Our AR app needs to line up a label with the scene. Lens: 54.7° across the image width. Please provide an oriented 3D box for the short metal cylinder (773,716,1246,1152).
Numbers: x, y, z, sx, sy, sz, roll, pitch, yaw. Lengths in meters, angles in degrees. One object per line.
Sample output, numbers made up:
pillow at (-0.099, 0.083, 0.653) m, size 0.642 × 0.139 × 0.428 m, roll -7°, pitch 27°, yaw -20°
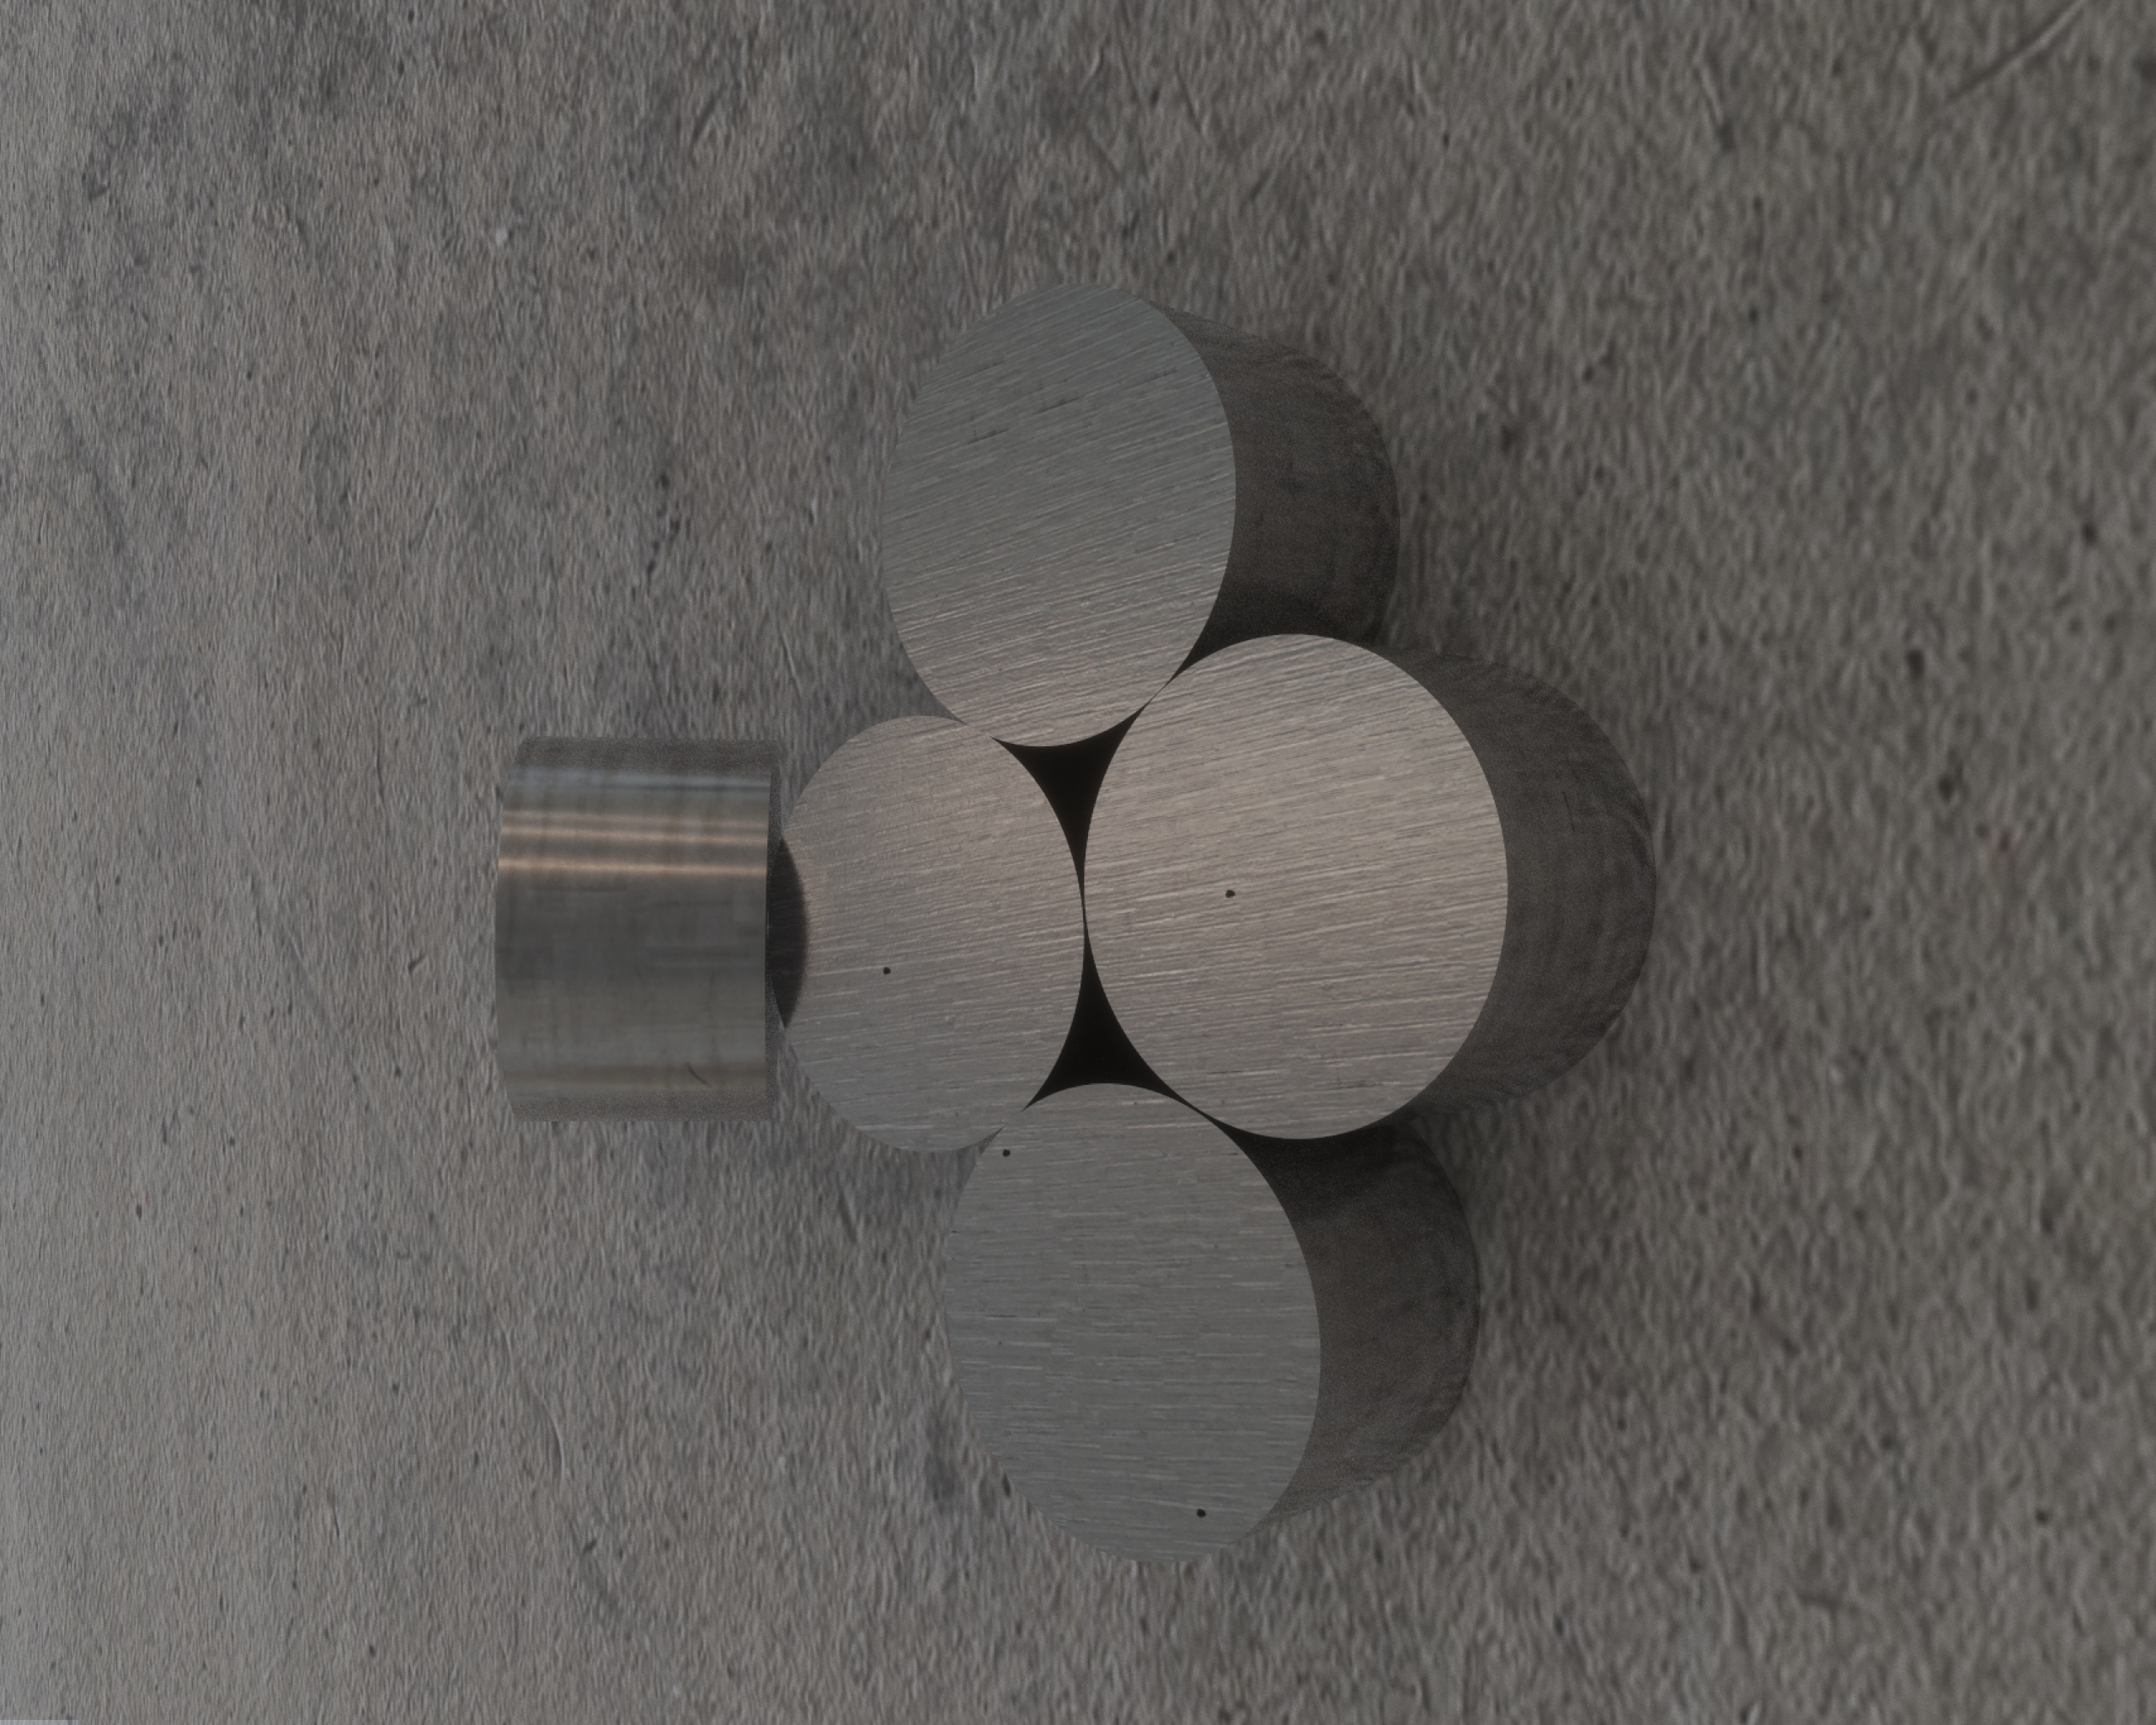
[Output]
short metal cylinder at (-0.014, 0.013, 0.400) m, size 0.080 × 0.050 × 0.080 m, roll 0°, pitch 90°, yaw 40°

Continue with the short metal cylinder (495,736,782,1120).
short metal cylinder at (-0.089, 0.014, 0.435) m, size 0.080 × 0.050 × 0.080 m, roll -178°, pitch 88°, yaw -84°

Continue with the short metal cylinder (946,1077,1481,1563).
short metal cylinder at (0.023, 0.077, 0.370) m, size 0.080 × 0.050 × 0.080 m, roll 0°, pitch 90°, yaw 40°

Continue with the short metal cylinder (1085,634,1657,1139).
short metal cylinder at (0.048, 0.004, 0.349) m, size 0.080 × 0.050 × 0.080 m, roll 0°, pitch 90°, yaw 40°

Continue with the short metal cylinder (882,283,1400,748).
short metal cylinder at (0.011, -0.060, 0.380) m, size 0.080 × 0.050 × 0.080 m, roll 0°, pitch 90°, yaw 40°
